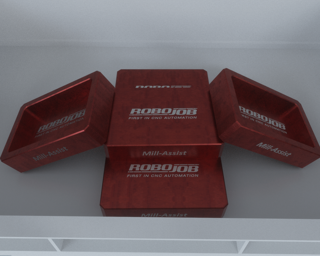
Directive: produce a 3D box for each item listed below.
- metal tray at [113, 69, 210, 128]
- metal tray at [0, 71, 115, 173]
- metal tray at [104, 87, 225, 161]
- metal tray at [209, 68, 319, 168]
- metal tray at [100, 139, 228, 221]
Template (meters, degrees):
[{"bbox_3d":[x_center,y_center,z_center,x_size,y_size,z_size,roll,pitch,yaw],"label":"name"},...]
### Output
[{"bbox_3d":[0.004,-0.043,0.434,0.131,0.030,0.090,0,50,-1],"label":"metal tray"},{"bbox_3d":[-0.119,-0.007,0.365,0.130,0.030,0.090,-18,47,23],"label":"metal tray"},{"bbox_3d":[0.004,-0.007,0.366,0.131,0.030,0.090,-1,50,-1],"label":"metal tray"},{"bbox_3d":[0.125,-0.011,0.369,0.131,0.030,0.090,18,46,-23],"label":"metal tray"},{"bbox_3d":[0.004,0.056,0.351,0.131,0.030,0.090,0,50,-1],"label":"metal tray"}]
